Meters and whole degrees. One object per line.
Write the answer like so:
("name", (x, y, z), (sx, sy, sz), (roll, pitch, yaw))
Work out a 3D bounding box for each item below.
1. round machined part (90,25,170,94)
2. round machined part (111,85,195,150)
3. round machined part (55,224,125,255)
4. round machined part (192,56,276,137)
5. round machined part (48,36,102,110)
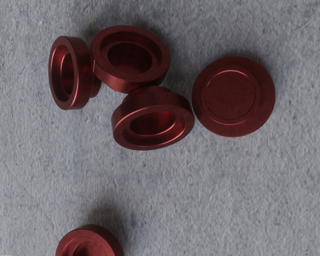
("round machined part", (-0.039, -0.082, 0.394), (0.098, 0.099, 0.042), (43, 145, 14))
("round machined part", (-0.010, -0.014, 0.379), (0.098, 0.098, 0.042), (-25, 57, 18))
("round machined part", (-0.092, 0.183, 0.431), (0.098, 0.042, 0.097), (0, 90, 19))
("round machined part", (0.086, -0.037, 0.369), (0.098, 0.042, 0.097), (0, 90, 19))
("round machined part", (-0.114, -0.074, 0.424), (0.098, 0.042, 0.097), (10, 103, 49))
